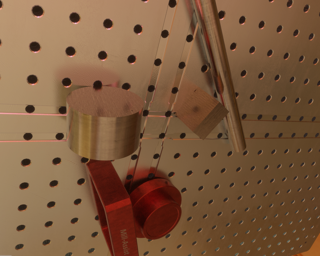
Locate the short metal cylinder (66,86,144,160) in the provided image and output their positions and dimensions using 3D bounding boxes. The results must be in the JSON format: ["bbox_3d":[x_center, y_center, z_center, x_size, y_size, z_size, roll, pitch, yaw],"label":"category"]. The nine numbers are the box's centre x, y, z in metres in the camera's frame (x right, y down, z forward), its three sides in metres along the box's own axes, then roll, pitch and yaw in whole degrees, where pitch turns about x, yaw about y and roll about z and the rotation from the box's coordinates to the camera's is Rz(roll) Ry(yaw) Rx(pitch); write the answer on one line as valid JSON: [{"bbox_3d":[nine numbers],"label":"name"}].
[{"bbox_3d":[-0.060,-0.008,0.339,0.081,0.080,0.050,-6,121,-26],"label":"short metal cylinder"}]

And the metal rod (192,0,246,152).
[{"bbox_3d":[0.079,-0.077,0.408,0.025,0.025,0.299,-31,129,-9],"label":"metal rod"}]

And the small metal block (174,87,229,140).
[{"bbox_3d":[0.055,-0.020,0.415,0.050,0.050,0.025,-49,129,6],"label":"small metal block"}]

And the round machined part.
[{"bbox_3d":[-0.007,0.130,0.471,0.099,0.042,0.097,-18,125,-27],"label":"round machined part"}]

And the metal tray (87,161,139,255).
[{"bbox_3d":[-0.061,0.117,0.409,0.030,0.090,0.129,-16,125,-19],"label":"metal tray"}]
